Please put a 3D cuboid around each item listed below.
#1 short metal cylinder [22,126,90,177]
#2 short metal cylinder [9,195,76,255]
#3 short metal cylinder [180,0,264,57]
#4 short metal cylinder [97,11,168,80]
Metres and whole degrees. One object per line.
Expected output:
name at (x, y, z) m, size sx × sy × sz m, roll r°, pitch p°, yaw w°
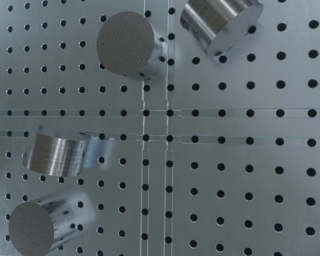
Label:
short metal cylinder at (-0.145, 0.031, 0.435) m, size 0.080 × 0.080 × 0.050 m, roll 16°, pitch 96°, yaw 19°
short metal cylinder at (-0.174, 0.144, 0.461) m, size 0.080 × 0.050 × 0.079 m, roll 0°, pitch 90°, yaw 20°
short metal cylinder at (0.071, -0.129, 0.358) m, size 0.080 × 0.080 × 0.050 m, roll -41°, pitch 77°, yaw 15°
short metal cylinder at (-0.036, -0.107, 0.412) m, size 0.080 × 0.050 × 0.079 m, roll 0°, pitch 90°, yaw 20°
